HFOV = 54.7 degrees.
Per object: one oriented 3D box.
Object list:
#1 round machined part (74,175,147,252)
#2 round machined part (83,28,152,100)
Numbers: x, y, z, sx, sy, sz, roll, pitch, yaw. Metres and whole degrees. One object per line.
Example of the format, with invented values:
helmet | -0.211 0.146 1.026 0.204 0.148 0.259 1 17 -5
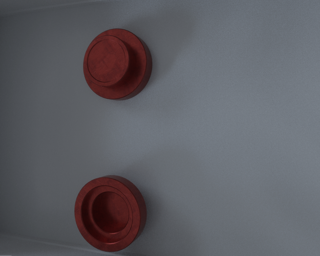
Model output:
round machined part | -0.063 0.113 0.424 0.098 0.042 0.097 0 90 20
round machined part | -0.064 -0.088 0.424 0.098 0.042 0.097 0 90 20
